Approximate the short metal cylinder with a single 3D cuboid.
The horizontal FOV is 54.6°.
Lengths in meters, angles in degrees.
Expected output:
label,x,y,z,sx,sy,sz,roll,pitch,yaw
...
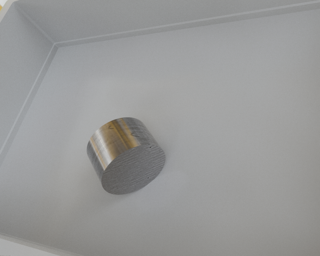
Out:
label,x,y,z,sx,sy,sz,roll,pitch,yaw
short metal cylinder,-0.041,0.034,0.372,0.080,0.080,0.050,-39,51,2
